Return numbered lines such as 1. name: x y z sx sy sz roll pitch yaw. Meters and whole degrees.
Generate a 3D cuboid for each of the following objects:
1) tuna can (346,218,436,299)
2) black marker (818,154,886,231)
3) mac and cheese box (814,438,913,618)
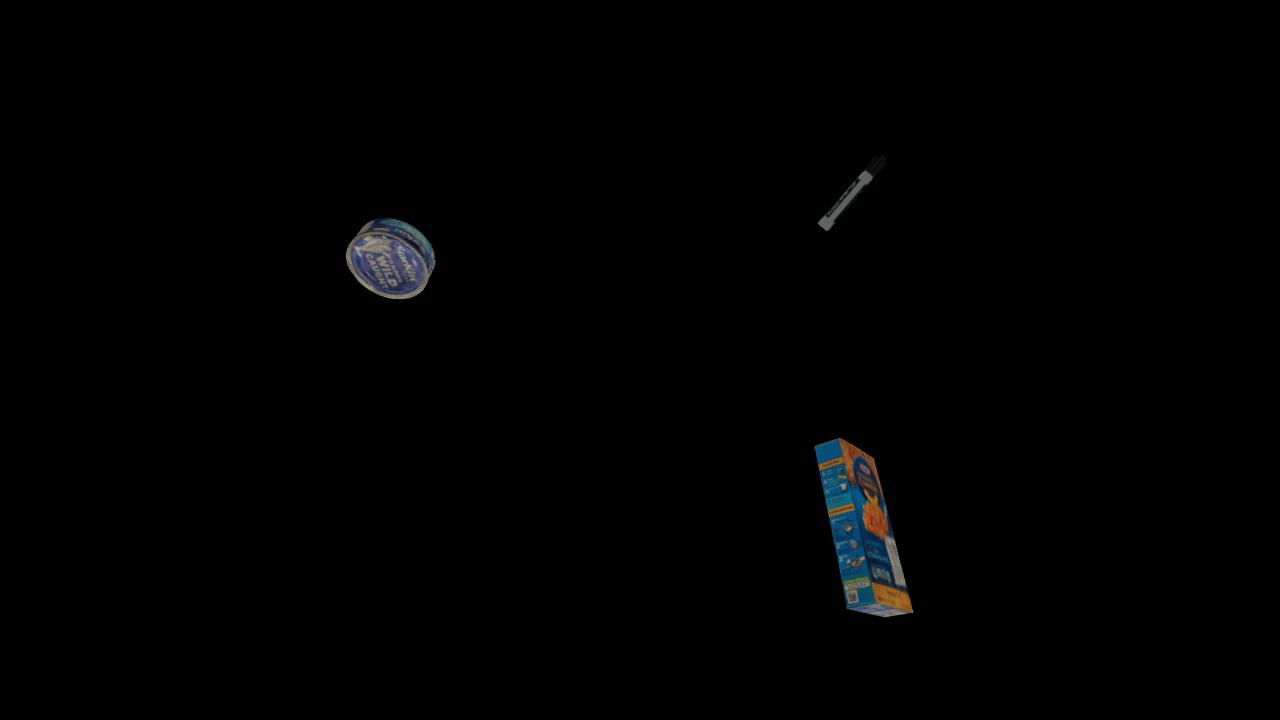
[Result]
1. tuna can: -0.262 -0.107 0.653 0.084 0.084 0.034 0 43 5
2. black marker: 0.296 -0.233 0.857 0.020 0.121 0.020 33 23 -16
3. mac and cheese box: 0.253 0.189 0.700 0.041 0.184 0.093 -29 -41 36
